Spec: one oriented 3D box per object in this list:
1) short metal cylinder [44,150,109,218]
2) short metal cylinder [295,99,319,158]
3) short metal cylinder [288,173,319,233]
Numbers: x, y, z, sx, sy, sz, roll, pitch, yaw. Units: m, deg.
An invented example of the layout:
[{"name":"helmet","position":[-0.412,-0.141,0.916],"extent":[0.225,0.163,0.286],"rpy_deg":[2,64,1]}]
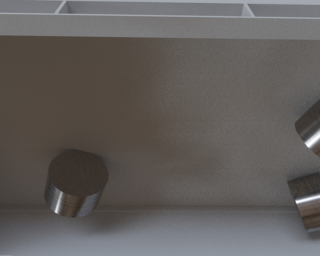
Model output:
[{"name":"short metal cylinder","position":[-0.119,0.078,0.438],"extent":[0.081,0.080,0.050],"rpy_deg":[15,129,-13]},{"name":"short metal cylinder","position":[0.215,0.003,0.377],"extent":[0.080,0.080,0.050],"rpy_deg":[22,127,-18]},{"name":"short metal cylinder","position":[0.234,0.113,0.471],"extent":[0.050,0.080,0.080],"rpy_deg":[-20,128,16]}]
